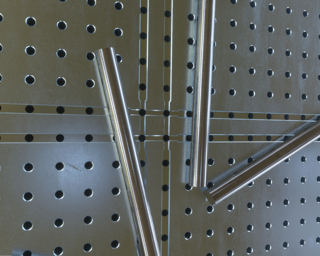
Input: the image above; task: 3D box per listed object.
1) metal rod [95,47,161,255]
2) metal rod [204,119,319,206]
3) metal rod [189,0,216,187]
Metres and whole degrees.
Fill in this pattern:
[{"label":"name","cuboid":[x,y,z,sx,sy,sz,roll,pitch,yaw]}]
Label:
[{"label":"metal rod","cuboid":[-0.038,0.048,0.399,0.025,0.025,0.298,-14,95,-20]},{"label":"metal rod","cuboid":[0.198,0.034,0.488,0.302,0.025,0.025,-27,99,-18]},{"label":"metal rod","cuboid":[0.060,-0.068,0.436,0.025,0.025,0.298,3,89,-20]}]
